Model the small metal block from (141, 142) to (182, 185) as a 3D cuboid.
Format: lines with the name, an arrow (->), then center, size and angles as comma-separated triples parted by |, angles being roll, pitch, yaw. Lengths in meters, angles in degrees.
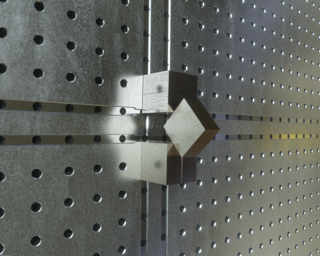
small metal block -> 0.001, 0.044, 0.396 | 0.025, 0.050, 0.050 | 2, 89, -40

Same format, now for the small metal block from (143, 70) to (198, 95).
small metal block -> 0.013, -0.056, 0.405 | 0.050, 0.050, 0.025 | 3, 89, -40

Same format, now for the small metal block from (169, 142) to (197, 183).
small metal block -> 0.021, 0.044, 0.411 | 0.025, 0.050, 0.050 | 2, 89, -40

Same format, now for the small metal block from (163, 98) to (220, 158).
small metal block -> 0.037, 0.000, 0.372 | 0.025, 0.050, 0.050 | 1, 47, -40

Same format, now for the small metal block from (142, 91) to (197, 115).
small metal block -> 0.013, -0.031, 0.405 | 0.050, 0.050, 0.025 | 3, 89, -40
